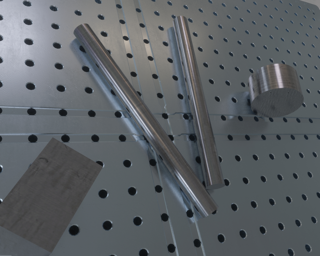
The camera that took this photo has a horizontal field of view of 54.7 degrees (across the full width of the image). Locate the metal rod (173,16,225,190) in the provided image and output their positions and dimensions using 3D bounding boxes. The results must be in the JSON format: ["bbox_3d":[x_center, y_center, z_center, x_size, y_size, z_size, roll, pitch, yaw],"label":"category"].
[{"bbox_3d":[0.053,-0.055,0.470,0.025,0.025,0.299,6,59,-25],"label":"metal rod"}]

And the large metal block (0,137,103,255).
[{"bbox_3d":[-0.102,0.068,0.277,0.050,0.080,0.080,32,52,-8],"label":"large metal block"}]

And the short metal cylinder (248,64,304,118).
[{"bbox_3d":[0.189,-0.060,0.512,0.081,0.080,0.050,16,56,-20],"label":"short metal cylinder"}]

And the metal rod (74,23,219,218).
[{"bbox_3d":[-0.024,-0.017,0.405,0.025,0.025,0.299,-27,77,-37],"label":"metal rod"}]
